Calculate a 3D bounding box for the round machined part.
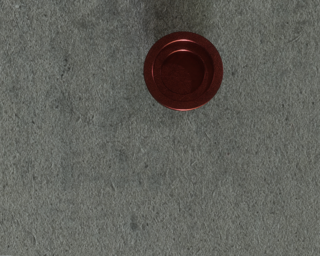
[{"bbox_3d":[0.029,-0.070,0.402,0.099,0.042,0.097,0,90,0],"label":"round machined part"}]
